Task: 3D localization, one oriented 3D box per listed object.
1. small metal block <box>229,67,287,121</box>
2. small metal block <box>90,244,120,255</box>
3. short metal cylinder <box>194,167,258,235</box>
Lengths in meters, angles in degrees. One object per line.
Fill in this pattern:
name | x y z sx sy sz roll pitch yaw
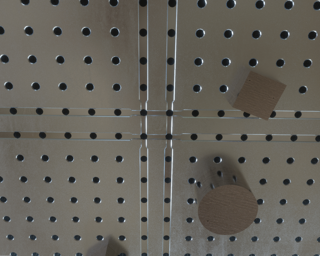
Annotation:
small metal block | 0.124 -0.044 0.398 0.050 0.025 0.050 20 109 -8
small metal block | -0.088 0.222 0.495 0.050 0.025 0.050 -36 106 12
short metal cylinder | 0.091 0.102 0.439 0.081 0.050 0.079 0 110 0
